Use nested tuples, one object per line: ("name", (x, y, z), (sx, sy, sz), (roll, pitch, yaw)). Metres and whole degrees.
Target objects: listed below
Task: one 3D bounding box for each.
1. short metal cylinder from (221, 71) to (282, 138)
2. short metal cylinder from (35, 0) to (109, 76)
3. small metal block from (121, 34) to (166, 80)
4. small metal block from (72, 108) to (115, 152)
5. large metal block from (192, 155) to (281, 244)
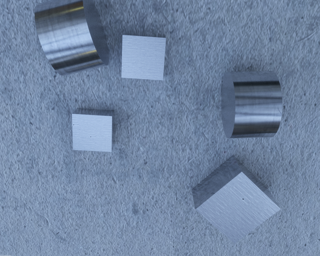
("short metal cylinder", (0.106, -0.028, 0.371), (0.050, 0.080, 0.079), (-1, 110, 0))
("short metal cylinder", (-0.093, -0.102, 0.342), (0.050, 0.080, 0.080), (-13, 110, 5))
("small metal block", (-0.020, -0.087, 0.378), (0.050, 0.025, 0.050), (4, 110, -2))
("small metal block", (-0.087, 0.003, 0.410), (0.050, 0.025, 0.050), (3, 110, -2))
("large metal block", (0.104, 0.099, 0.434), (0.080, 0.050, 0.080), (43, 104, -14))
